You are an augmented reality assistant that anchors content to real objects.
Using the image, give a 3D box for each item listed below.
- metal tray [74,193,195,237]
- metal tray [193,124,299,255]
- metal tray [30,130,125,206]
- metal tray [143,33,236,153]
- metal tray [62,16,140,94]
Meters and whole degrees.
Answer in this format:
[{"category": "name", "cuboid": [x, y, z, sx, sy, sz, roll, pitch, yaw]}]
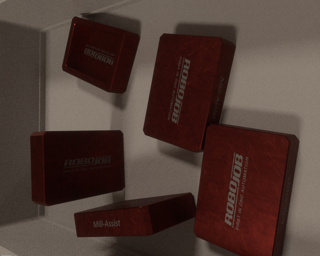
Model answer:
[{"category": "metal tray", "cuboid": [-0.033, 0.109, 0.389, 0.130, 0.091, 0.030, -17, 79, 38]}, {"category": "metal tray", "cuboid": [0.088, 0.065, 0.330, 0.090, 0.030, 0.129, 11, 97, 39]}, {"category": "metal tray", "cuboid": [-0.107, 0.049, 0.424, 0.030, 0.131, 0.089, -4, 88, 40]}, {"category": "metal tray", "cuboid": [0.032, -0.044, 0.376, 0.090, 0.030, 0.129, 18, 101, 38]}, {"category": "metal tray", "cuboid": [-0.096, -0.115, 0.480, 0.130, 0.030, 0.089, 27, 107, 36]}]
